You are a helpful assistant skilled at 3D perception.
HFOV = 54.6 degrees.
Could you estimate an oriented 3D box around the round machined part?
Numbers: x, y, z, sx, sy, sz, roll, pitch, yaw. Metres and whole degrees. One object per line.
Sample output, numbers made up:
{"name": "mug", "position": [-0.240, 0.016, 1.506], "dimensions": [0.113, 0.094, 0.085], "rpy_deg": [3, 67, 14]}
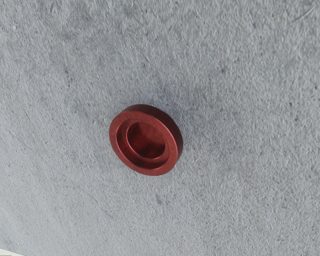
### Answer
{"name": "round machined part", "position": [-0.015, 0.012, 0.412], "dimensions": [0.098, 0.042, 0.097], "rpy_deg": [13, 124, 21]}
